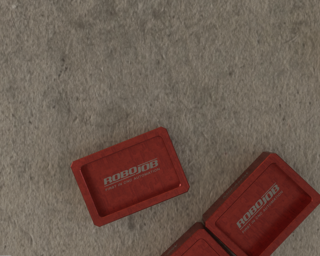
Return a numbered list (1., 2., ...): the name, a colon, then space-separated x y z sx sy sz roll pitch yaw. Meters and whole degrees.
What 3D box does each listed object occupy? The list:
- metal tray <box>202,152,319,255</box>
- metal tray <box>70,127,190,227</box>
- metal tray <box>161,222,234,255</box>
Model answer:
1. metal tray: 0.132 0.106 0.409 0.090 0.030 0.130 44 90 -1
2. metal tray: -0.038 0.062 0.406 0.131 0.030 0.090 -22 90 -1
3. metal tray: 0.037 0.202 0.408 0.130 0.030 0.090 -43 91 0
